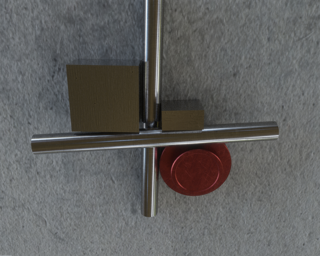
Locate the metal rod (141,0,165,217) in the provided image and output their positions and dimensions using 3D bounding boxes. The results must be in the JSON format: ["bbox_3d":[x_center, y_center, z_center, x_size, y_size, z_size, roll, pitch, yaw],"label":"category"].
[{"bbox_3d":[-0.011,-0.016,0.405,0.025,0.025,0.298,1,110,-1],"label":"metal rod"}]

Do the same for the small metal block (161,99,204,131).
[{"bbox_3d":[0.027,-0.018,0.392,0.050,0.050,0.025,-1,110,0],"label":"small metal block"}]

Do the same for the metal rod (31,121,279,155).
[{"bbox_3d":[-0.003,0.012,0.389,0.302,0.025,0.025,-3,110,-4],"label":"metal rod"}]

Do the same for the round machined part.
[{"bbox_3d":[0.048,0.052,0.421,0.099,0.042,0.097,0,110,-1],"label":"round machined part"}]

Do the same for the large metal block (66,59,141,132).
[{"bbox_3d":[-0.065,-0.041,0.381,0.081,0.050,0.079,1,110,-1],"label":"large metal block"}]
